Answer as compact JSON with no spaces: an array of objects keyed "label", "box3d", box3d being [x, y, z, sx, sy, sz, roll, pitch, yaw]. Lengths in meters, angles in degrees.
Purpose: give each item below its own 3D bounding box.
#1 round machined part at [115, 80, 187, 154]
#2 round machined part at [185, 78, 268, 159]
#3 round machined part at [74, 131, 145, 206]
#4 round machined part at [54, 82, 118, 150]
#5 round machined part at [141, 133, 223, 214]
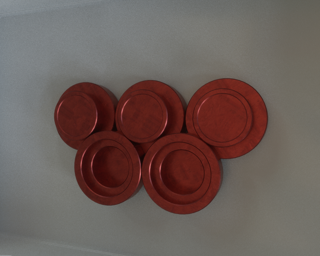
[{"label":"round machined part","box3d":[-0.016,-0.014,0.405,0.098,0.042,0.097,0,89,20]},{"label":"round machined part","box3d":[0.077,-0.011,0.371,0.098,0.042,0.097,0,89,20]},{"label":"round machined part","box3d":[-0.063,0.052,0.422,0.098,0.042,0.097,0,90,20]},{"label":"round machined part","box3d":[-0.108,-0.016,0.437,0.098,0.042,0.097,0,89,19]},{"label":"round machined part","box3d":[0.030,0.054,0.389,0.098,0.042,0.097,0,90,20]}]
